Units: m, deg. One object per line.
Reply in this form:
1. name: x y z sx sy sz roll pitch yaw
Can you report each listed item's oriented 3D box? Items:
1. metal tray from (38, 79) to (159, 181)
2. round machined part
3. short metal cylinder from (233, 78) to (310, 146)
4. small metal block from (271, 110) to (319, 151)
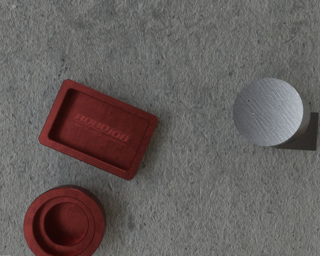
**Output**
1. metal tray: -0.078 0.002 0.406 0.131 0.030 0.090 23 90 -1
2. round machined part: -0.118 0.121 0.400 0.099 0.042 0.097 0 90 -1
3. short metal cylinder: 0.137 -0.018 0.381 0.080 0.050 0.080 -2 87 34
4. small metal block: 0.179 0.003 0.412 0.050 0.025 0.050 4 90 -1
